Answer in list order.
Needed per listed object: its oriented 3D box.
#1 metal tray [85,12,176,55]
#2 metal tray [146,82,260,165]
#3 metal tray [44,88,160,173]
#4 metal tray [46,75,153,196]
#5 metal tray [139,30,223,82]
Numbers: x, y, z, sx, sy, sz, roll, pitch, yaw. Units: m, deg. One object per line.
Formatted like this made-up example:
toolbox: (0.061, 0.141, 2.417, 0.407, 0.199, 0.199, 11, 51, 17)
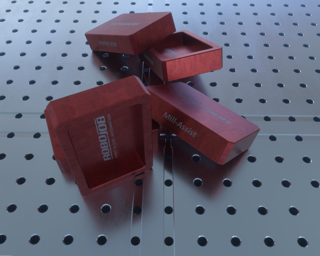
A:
metal tray: (-0.050, -0.156, 0.503, 0.090, 0.030, 0.130, -39, 38, -28)
metal tray: (0.049, -0.013, 0.390, 0.130, 0.030, 0.091, 35, 29, 25)
metal tray: (-0.076, -0.004, 0.407, 0.131, 0.030, 0.090, -17, 52, -15)
metal tray: (-0.055, 0.014, 0.327, 0.091, 0.129, 0.030, -21, 54, -17)
metal tray: (0.025, -0.115, 0.473, 0.091, 0.030, 0.130, -16, 32, -14)
